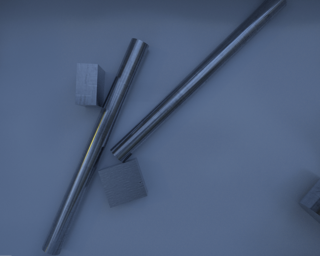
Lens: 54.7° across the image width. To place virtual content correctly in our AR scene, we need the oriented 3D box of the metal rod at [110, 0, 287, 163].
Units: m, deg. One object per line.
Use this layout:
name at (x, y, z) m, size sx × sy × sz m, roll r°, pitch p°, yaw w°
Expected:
metal rod at (0.051, -0.067, 0.412) m, size 0.300 × 0.025 × 0.025 m, roll -44°, pitch 91°, yaw -1°

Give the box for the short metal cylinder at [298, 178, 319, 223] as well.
short metal cylinder at (0.225, 0.103, 0.387) m, size 0.080 × 0.080 × 0.050 m, roll 41°, pitch 90°, yaw -1°

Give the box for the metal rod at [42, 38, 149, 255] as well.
metal rod at (-0.085, 0.024, 0.410) m, size 0.025 × 0.025 × 0.299 m, roll 23°, pitch 90°, yaw -1°

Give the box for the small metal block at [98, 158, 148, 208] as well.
small metal block at (-0.048, 0.072, 0.411) m, size 0.050 × 0.025 × 0.050 m, roll -18°, pitch 90°, yaw -1°

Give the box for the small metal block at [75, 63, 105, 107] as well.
small metal block at (-0.089, -0.053, 0.398) m, size 0.025 × 0.050 × 0.050 m, roll 3°, pitch 90°, yaw 0°
